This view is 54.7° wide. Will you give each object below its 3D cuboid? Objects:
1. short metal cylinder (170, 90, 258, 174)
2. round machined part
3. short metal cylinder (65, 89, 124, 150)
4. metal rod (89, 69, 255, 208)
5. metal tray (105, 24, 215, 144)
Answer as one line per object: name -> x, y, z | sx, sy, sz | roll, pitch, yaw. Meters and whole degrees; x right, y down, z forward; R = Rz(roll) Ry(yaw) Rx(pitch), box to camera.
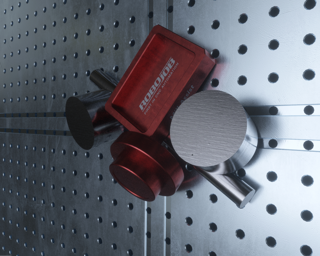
short metal cylinder -> 0.058, 0.006, 0.330 | 0.080, 0.050, 0.080 | -9, 69, 26
round machined part -> -0.023, 0.053, 0.382 | 0.098, 0.042, 0.098 | 27, 148, 19
short metal cylinder -> -0.097, -0.013, 0.458 | 0.080, 0.050, 0.079 | 24, 124, 42
metal rod -> -0.004, -0.003, 0.413 | 0.300, 0.025, 0.025 | 39, 114, 33
metal tray -> -0.004, -0.054, 0.390 | 0.090, 0.030, 0.130 | 39, 100, 33
